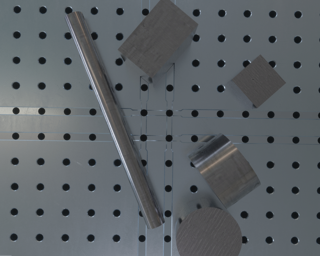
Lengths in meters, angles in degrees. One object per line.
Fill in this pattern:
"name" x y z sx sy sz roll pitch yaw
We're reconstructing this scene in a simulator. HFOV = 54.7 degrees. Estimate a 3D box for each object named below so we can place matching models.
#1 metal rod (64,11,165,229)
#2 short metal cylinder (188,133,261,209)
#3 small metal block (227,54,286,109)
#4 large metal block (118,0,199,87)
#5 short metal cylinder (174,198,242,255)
"metal rod" -0.060 -0.010 0.412 0.025 0.025 0.299 -22 90 0
"short metal cylinder" 0.079 0.053 0.387 0.050 0.080 0.080 -36 90 0
"small metal block" 0.129 -0.061 0.414 0.050 0.025 0.050 -42 90 0
"large metal block" -0.002 -0.102 0.386 0.050 0.080 0.080 40 90 0
"short metal cylinder" 0.060 0.136 0.402 0.081 0.050 0.079 0 90 0
